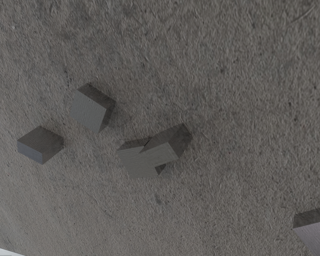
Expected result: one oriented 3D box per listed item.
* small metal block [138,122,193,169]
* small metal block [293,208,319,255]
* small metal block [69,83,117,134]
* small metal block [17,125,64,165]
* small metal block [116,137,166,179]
[{"bbox_3d":[0.008,0.023,0.401,0.050,0.050,0.025,-24,105,36],"label":"small metal block"},{"bbox_3d":[0.201,0.127,0.379,0.050,0.025,0.050,-33,100,38],"label":"small metal block"},{"bbox_3d":[-0.096,-0.027,0.441,0.050,0.025,0.050,33,129,6],"label":"small metal block"},{"bbox_3d":[-0.197,0.027,0.511,0.050,0.050,0.025,25,127,13],"label":"small metal block"},{"bbox_3d":[-0.027,0.044,0.448,0.050,0.025,0.050,-12,113,33],"label":"small metal block"}]
